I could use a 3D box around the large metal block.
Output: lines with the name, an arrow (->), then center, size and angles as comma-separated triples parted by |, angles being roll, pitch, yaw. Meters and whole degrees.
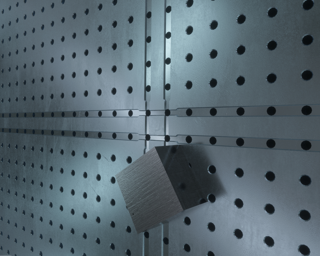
large metal block -> -0.001, 0.076, 0.392 | 0.080, 0.050, 0.080 | -38, 67, 33
